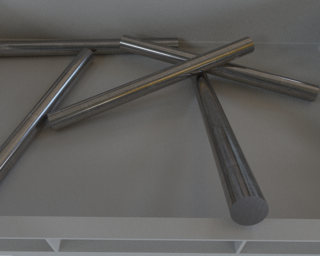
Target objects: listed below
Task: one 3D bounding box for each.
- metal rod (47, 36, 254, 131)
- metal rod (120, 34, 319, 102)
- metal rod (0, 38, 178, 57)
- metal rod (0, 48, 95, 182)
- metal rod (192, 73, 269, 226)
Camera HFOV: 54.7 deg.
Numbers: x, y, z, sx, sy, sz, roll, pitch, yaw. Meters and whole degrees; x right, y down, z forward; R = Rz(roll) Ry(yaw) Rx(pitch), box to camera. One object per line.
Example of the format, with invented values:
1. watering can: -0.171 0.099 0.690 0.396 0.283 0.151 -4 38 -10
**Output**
1. metal rod: -0.006 -0.065 0.432 0.302 0.025 0.025 -23 54 -9
2. metal rod: 0.083 -0.093 0.472 0.301 0.025 0.025 17 52 8
3. metal rod: -0.121 -0.135 0.516 0.302 0.025 0.025 -2 50 -2
4. metal rod: -0.165 -0.011 0.411 0.025 0.025 0.301 15 51 12
5. metal rod: 0.059 -0.011 0.338 0.025 0.025 0.300 1 26 0
